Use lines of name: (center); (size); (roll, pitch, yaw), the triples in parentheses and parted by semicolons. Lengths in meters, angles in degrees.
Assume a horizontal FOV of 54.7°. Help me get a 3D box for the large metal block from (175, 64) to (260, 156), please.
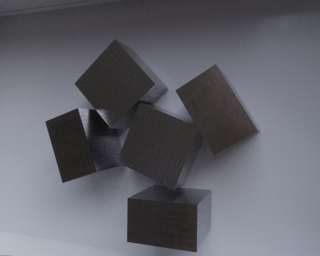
large metal block: (0.070, -0.019, 0.354); (0.050, 0.080, 0.080); (-32, 80, 17)

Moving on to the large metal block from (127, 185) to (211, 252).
large metal block: (0.015, 0.105, 0.375); (0.080, 0.080, 0.050); (1, 91, 19)

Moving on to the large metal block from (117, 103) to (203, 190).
large metal block: (0.004, 0.021, 0.394); (0.080, 0.050, 0.080); (24, 98, 18)

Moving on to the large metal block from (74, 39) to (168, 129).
large metal block: (-0.051, -0.056, 0.412); (0.080, 0.050, 0.080); (-44, 77, 14)

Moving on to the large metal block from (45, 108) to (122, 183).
large metal block: (-0.095, 0.021, 0.412); (0.050, 0.080, 0.080); (-20, 84, 19)
